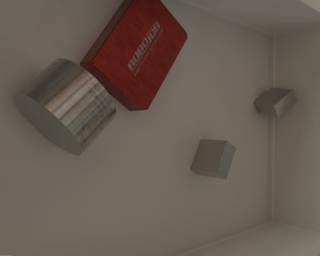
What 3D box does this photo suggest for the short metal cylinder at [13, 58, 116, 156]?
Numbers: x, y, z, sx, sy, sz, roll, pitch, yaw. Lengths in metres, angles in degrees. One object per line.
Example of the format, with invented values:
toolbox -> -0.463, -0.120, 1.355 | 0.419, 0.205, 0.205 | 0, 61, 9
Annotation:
short metal cylinder -> -0.090, -0.019, 0.297 | 0.050, 0.080, 0.080 | -52, 121, -27

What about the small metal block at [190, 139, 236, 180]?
small metal block -> 0.079, 0.045, 0.459 | 0.025, 0.050, 0.050 | 35, 68, -35

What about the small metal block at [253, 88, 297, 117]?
small metal block -> 0.208, -0.047, 0.560 | 0.050, 0.050, 0.025 | -37, 114, -15

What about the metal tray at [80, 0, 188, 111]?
metal tray -> -0.026, -0.097, 0.383 | 0.090, 0.030, 0.130 | 42, 65, -32
